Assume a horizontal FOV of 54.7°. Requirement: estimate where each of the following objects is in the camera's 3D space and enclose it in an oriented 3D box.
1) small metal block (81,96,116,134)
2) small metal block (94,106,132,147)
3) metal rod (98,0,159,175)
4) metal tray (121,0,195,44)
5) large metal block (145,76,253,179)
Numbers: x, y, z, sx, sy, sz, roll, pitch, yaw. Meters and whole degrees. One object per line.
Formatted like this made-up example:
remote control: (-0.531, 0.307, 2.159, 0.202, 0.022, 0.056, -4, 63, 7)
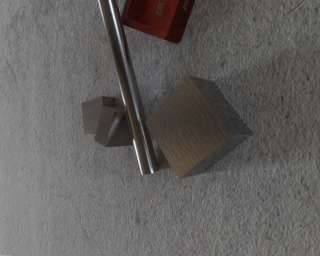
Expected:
small metal block: (-0.094, -0.019, 0.480, 0.050, 0.025, 0.050, -11, 83, 39)
small metal block: (-0.059, -0.002, 0.435, 0.025, 0.050, 0.050, 24, 105, 37)
metal rod: (-0.050, -0.085, 0.415, 0.025, 0.025, 0.298, -14, 90, 39)
metal tray: (0.005, -0.184, 0.395, 0.090, 0.030, 0.129, 31, 109, 35)
large metal block: (0.042, 0.000, 0.353, 0.080, 0.050, 0.080, -46, 63, 30)
